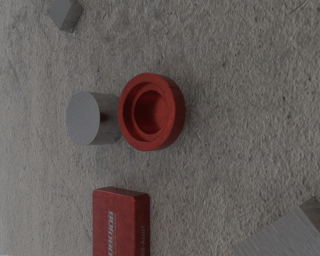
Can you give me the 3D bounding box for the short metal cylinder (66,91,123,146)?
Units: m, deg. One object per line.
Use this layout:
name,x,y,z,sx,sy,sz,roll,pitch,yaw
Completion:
short metal cylinder,-0.097,-0.014,0.469,0.080,0.050,0.080,0,90,40

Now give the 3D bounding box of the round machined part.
round machined part,-0.006,-0.020,0.399,0.098,0.042,0.097,0,90,40

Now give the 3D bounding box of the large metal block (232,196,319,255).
large metal block,0.129,0.121,0.282,0.080,0.050,0.080,-47,62,30

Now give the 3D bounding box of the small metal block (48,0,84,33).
small metal block,-0.165,-0.203,0.541,0.050,0.025,0.050,-52,60,27

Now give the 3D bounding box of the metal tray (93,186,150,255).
metal tray,-0.058,0.156,0.450,0.090,0.030,0.129,0,90,40
